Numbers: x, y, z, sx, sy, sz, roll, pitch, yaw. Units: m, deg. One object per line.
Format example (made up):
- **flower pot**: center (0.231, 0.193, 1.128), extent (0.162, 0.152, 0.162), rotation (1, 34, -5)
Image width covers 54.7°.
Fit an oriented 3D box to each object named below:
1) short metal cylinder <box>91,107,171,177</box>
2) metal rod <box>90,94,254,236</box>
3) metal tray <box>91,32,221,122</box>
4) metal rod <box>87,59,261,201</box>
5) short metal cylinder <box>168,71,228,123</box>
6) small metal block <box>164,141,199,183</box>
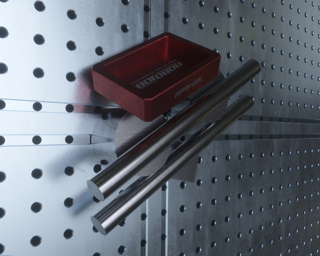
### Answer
- **short metal cylinder**: center (-0.033, 0.014, 0.367), extent (0.081, 0.050, 0.079), rotation (0, 90, -40)
- **metal rod**: center (0.037, 0.030, 0.408), extent (0.302, 0.025, 0.025), rotation (-36, 112, -34)
- **metal tray**: center (-0.002, -0.067, 0.365), extent (0.131, 0.090, 0.030), rotation (-36, 144, -35)
- **metal rod**: center (0.039, -0.015, 0.377), extent (0.302, 0.025, 0.025), rotation (-37, 113, -34)
- **short metal cylinder**: center (0.052, -0.047, 0.439), extent (0.081, 0.050, 0.079), rotation (0, 90, -40)
- **small metal block**: center (0.026, 0.047, 0.432), extent (0.050, 0.025, 0.050), rotation (19, 78, -39)
